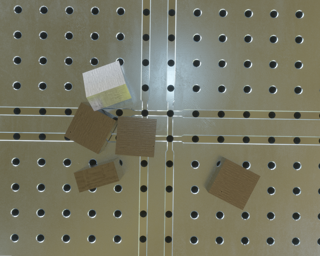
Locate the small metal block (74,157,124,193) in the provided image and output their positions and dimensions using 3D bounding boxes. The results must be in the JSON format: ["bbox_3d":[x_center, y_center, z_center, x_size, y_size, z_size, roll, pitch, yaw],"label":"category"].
[{"bbox_3d":[-0.077,0.059,0.400,0.050,0.050,0.025,-16,90,0],"label":"small metal block"}]

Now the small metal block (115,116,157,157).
[{"bbox_3d":[-0.031,0.011,0.413,0.050,0.025,0.050,4,90,0],"label":"small metal block"}]

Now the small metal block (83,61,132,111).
[{"bbox_3d":[-0.069,-0.055,0.399,0.050,0.025,0.050,-20,48,-1],"label":"small metal block"}]

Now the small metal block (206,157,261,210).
[{"bbox_3d":[0.097,0.073,0.414,0.050,0.025,0.050,27,90,0],"label":"small metal block"}]

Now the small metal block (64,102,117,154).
[{"bbox_3d":[-0.089,-0.001,0.410,0.050,0.025,0.050,28,97,0],"label":"small metal block"}]
